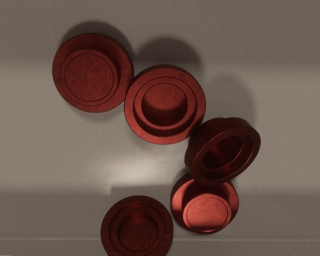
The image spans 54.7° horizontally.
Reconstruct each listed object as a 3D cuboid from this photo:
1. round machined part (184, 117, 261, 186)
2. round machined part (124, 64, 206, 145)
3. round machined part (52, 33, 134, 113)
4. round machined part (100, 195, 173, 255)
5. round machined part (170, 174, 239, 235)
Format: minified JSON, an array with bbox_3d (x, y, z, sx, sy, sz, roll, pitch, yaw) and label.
[{"bbox_3d":[0.075,0.025,0.398,0.099,0.042,0.097,-15,132,-17],"label":"round machined part"},{"bbox_3d":[0.005,-0.032,0.389,0.099,0.042,0.097,-1,112,-3],"label":"round machined part"},{"bbox_3d":[-0.082,-0.065,0.377,0.099,0.042,0.097,0,110,-1],"label":"round machined part"},{"bbox_3d":[-0.031,0.148,0.435,0.099,0.098,0.042,-2,141,0],"label":"round machined part"},{"bbox_3d":[0.065,0.112,0.445,0.099,0.042,0.097,0,110,-1],"label":"round machined part"}]
